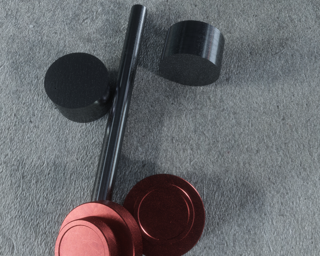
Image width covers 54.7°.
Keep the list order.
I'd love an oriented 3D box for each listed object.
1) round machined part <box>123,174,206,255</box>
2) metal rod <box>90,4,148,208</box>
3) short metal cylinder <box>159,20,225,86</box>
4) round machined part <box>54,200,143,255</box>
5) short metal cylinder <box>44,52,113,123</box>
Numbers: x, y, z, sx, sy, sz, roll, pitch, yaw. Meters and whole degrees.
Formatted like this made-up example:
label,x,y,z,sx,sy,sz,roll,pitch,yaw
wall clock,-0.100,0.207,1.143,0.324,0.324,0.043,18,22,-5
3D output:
label,x,y,z,sx,sy,sz,roll,pitch,yaw
round machined part,0.004,0.101,0.362,0.099,0.042,0.098,0,70,-1
metal rod,-0.052,-0.041,0.422,0.025,0.025,0.299,8,70,2
short metal cylinder,0.043,-0.097,0.415,0.080,0.080,0.050,11,71,3
round machined part,-0.072,0.129,0.331,0.098,0.042,0.097,-3,83,23
short metal cylinder,-0.105,-0.053,0.413,0.081,0.050,0.080,0,70,0
